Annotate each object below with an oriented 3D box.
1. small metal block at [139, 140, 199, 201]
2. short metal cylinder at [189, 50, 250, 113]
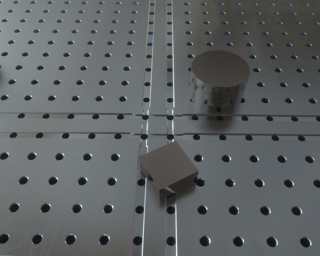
[{"bbox_3d":[0.010,0.049,0.366,0.050,0.025,0.050,-23,54,-18],"label":"small metal block"},{"bbox_3d":[0.084,-0.068,0.449,0.080,0.050,0.080,0,50,0],"label":"short metal cylinder"}]
